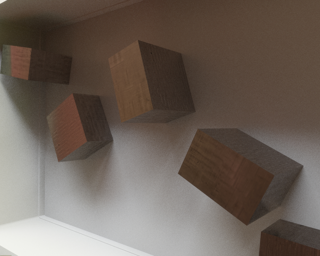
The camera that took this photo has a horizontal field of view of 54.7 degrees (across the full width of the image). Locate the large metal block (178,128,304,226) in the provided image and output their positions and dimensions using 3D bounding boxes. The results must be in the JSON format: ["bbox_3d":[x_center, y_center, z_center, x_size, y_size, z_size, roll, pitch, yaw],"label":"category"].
[{"bbox_3d":[0.080,0.041,0.304,0.080,0.081,0.050,34,111,34],"label":"large metal block"}]

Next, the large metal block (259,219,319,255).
[{"bbox_3d":[0.136,0.137,0.278,0.080,0.050,0.079,7,94,39],"label":"large metal block"}]

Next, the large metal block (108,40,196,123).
[{"bbox_3d":[-0.008,-0.051,0.376,0.050,0.081,0.080,-21,77,38],"label":"large metal block"}]

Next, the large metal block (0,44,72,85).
[{"bbox_3d":[-0.214,-0.109,0.539,0.080,0.080,0.050,15,100,32],"label":"large metal block"}]

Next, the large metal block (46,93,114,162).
[{"bbox_3d":[-0.129,0.001,0.494,0.080,0.050,0.080,-32,70,35],"label":"large metal block"}]
